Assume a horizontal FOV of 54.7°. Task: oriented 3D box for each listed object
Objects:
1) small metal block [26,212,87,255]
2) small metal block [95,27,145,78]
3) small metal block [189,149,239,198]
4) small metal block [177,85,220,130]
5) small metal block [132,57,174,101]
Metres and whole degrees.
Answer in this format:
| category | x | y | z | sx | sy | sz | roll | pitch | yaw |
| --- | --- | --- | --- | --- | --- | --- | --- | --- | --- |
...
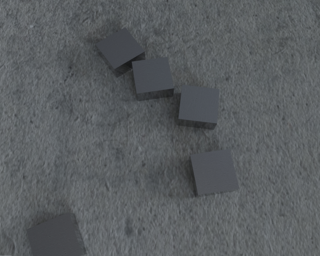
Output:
| category | x | y | z | sx | sy | sz | roll | pitch | yaw |
| --- | --- | --- | --- | --- | --- | --- | --- | --- | --- |
| small metal block | -0.119 | 0.132 | 0.358 | 0.050 | 0.025 | 0.050 | -21 | 72 | -8 |
| small metal block | -0.056 | -0.109 | 0.447 | 0.050 | 0.025 | 0.050 | -34 | 74 | -12 |
| small metal block | 0.066 | 0.057 | 0.388 | 0.050 | 0.025 | 0.050 | -8 | 70 | -4 |
| small metal block | 0.052 | -0.028 | 0.419 | 0.050 | 0.025 | 0.050 | 7 | 70 | 2 |
| small metal block | -0.010 | -0.068 | 0.433 | 0.050 | 0.025 | 0.050 | -9 | 70 | -4 |
